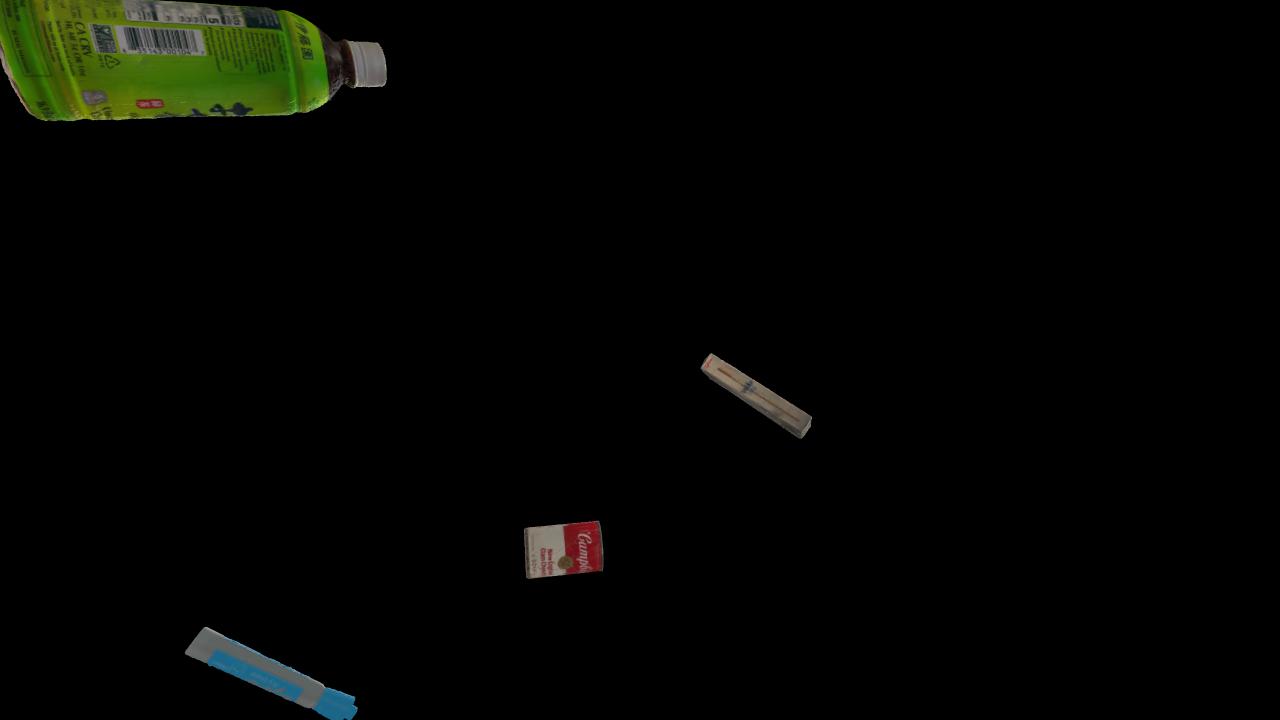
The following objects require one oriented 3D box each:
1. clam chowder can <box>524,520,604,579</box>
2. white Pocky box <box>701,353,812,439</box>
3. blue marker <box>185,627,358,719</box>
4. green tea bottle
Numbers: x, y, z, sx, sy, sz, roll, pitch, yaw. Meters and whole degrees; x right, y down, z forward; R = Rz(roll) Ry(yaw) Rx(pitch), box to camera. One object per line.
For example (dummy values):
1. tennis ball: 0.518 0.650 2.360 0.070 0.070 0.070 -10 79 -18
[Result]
1. clam chowder can: -0.104 0.256 0.831 0.102 0.068 0.068 -2 0 -10
2. white Pocky box: 0.155 0.049 0.815 0.154 0.028 0.084 34 -1 19
3. blue marker: -0.256 0.224 0.433 0.121 0.020 0.020 36 -11 -15
4. green tea bottle: -0.284 -0.201 0.415 0.212 0.073 0.073 -15 8 -30
